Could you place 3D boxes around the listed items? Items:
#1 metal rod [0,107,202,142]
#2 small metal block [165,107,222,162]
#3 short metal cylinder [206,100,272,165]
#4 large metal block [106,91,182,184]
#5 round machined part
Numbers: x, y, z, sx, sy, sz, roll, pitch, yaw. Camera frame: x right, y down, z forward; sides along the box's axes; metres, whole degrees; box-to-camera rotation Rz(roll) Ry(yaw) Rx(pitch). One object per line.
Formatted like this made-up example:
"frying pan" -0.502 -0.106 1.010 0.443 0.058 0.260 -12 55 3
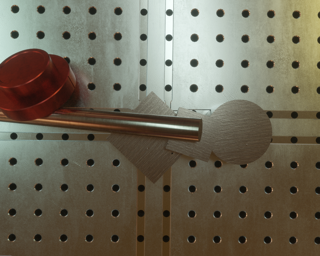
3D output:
"metal rod" -0.101 -0.011 0.368 0.301 0.025 0.025 5 90 16
"small metal block" 0.038 0.007 0.362 0.050 0.025 0.050 19 90 -1
"short metal cylinder" 0.097 0.005 0.402 0.081 0.050 0.079 0 90 -1
"large metal block" -0.008 0.011 0.399 0.080 0.050 0.080 44 90 -1
"round machined part" -0.157 -0.059 0.376 0.098 0.042 0.098 -6 51 8
